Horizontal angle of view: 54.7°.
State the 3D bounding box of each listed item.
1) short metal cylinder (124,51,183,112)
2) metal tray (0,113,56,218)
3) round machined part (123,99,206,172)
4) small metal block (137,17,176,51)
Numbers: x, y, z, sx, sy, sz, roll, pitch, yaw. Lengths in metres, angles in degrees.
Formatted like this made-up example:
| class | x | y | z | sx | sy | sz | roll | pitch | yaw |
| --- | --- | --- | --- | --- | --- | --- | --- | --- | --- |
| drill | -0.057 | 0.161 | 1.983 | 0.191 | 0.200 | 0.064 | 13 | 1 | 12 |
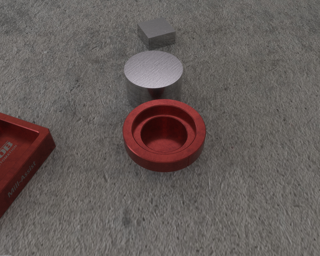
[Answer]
| class | x | y | z | sx | sy | sz | roll | pitch | yaw |
| --- | --- | --- | --- | --- | --- | --- | --- | --- | --- |
| short metal cylinder | -0.009 | -0.066 | 0.442 | 0.081 | 0.050 | 0.080 | 0 | 50 | 0 |
| metal tray | -0.198 | 0.044 | 0.360 | 0.090 | 0.030 | 0.130 | 17 | 52 | 14 |
| round machined part | 0.005 | 0.013 | 0.381 | 0.099 | 0.042 | 0.098 | 0 | 50 | 0 |
| small metal block | -0.007 | -0.166 | 0.543 | 0.050 | 0.025 | 0.050 | -19 | 53 | -16 |
